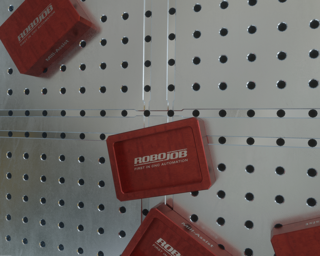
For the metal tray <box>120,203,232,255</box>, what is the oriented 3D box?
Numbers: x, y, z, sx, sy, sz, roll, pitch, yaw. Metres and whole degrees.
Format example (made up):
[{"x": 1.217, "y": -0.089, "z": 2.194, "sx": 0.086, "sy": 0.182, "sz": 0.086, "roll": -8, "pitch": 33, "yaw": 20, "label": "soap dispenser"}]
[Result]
[{"x": 0.024, "y": 0.172, "z": 0.401, "sx": 0.130, "sy": 0.030, "sz": 0.090, "roll": 35, "pitch": 101, "yaw": 16, "label": "metal tray"}]

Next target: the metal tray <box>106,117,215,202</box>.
[{"x": -0.001, "y": 0.042, "z": 0.410, "sx": 0.130, "sy": 0.030, "sz": 0.090, "roll": -12, "pitch": 86, "yaw": 19, "label": "metal tray"}]

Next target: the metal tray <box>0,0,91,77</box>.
[{"x": -0.179, "y": -0.153, "z": 0.474, "sx": 0.130, "sy": 0.030, "sz": 0.090, "roll": -37, "pitch": 78, "yaw": 16, "label": "metal tray"}]

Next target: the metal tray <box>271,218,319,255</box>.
[{"x": 0.200, "y": 0.144, "z": 0.339, "sx": 0.130, "sy": 0.030, "sz": 0.090, "roll": -20, "pitch": 83, "yaw": 19, "label": "metal tray"}]
